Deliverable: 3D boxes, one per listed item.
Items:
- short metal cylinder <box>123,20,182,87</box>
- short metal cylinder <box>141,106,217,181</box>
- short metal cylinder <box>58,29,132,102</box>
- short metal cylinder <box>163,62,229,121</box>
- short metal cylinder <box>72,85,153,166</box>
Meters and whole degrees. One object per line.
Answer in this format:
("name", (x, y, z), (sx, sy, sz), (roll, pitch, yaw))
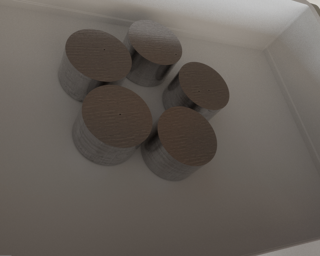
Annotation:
("short metal cylinder", (-0.016, -0.107, 0.443), (0.081, 0.050, 0.080), (14, 56, -21))
("short metal cylinder", (0.023, 0.020, 0.387), (0.081, 0.050, 0.080), (14, 56, -21))
("short metal cylinder", (-0.082, -0.076, 0.389), (0.081, 0.050, 0.080), (14, 56, -21))
("short metal cylinder", (0.051, -0.047, 0.443), (0.081, 0.050, 0.080), (14, 56, -21))
("short metal cylinder", (-0.056, -0.003, 0.359), (0.081, 0.050, 0.080), (14, 56, -21))
